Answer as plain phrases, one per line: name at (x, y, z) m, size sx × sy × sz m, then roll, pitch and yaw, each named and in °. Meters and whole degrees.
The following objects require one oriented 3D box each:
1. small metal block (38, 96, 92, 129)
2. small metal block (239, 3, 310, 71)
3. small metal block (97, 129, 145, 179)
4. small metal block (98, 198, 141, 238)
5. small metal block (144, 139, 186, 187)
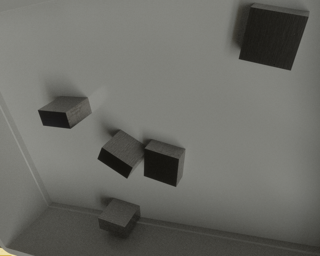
small metal block at (-0.136, -0.024, 0.447) m, size 0.050 × 0.050 × 0.025 m, roll 6°, pitch 121°, yaw 25°
small metal block at (0.108, -0.088, 0.297) m, size 0.050 × 0.025 × 0.050 m, roll 17°, pitch 125°, yaw 17°
small metal block at (-0.051, 0.036, 0.440) m, size 0.050 × 0.050 × 0.025 m, roll 33°, pitch 128°, yaw 6°
small metal block at (-0.067, 0.149, 0.518) m, size 0.050 × 0.050 × 0.025 m, roll 12°, pitch 123°, yaw 21°
small metal block at (0.006, 0.049, 0.435) m, size 0.050 × 0.025 × 0.050 m, roll 16°, pitch 125°, yaw 18°
